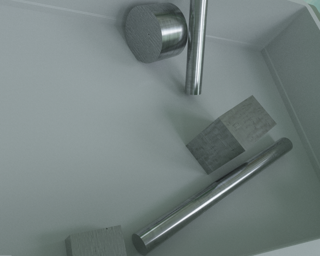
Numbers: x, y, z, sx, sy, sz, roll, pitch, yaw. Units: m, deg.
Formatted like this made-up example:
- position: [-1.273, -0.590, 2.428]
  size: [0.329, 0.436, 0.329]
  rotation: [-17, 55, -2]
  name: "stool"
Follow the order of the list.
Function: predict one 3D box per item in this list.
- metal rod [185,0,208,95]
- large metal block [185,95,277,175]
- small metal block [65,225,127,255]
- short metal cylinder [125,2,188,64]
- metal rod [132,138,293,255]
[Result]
- position: [0.055, -0.195, 0.426]
  size: [0.025, 0.025, 0.298]
  rotation: [-10, 111, -33]
  name: "metal rod"
- position: [0.095, 0.010, 0.418]
  size: [0.081, 0.080, 0.050]
  rotation: [-30, 79, -38]
  name: "large metal block"
- position: [-0.060, 0.126, 0.297]
  size: [0.050, 0.025, 0.050]
  rotation: [-2, 63, -29]
  name: "small metal block"
- position: [-0.006, -0.139, 0.454]
  size: [0.050, 0.080, 0.080]
  rotation: [-24, 75, -37]
  name: "short metal cylinder"
- position: [0.091, 0.074, 0.411]
  size: [0.302, 0.025, 0.025]
  rotation: [-23, 74, -36]
  name: "metal rod"
